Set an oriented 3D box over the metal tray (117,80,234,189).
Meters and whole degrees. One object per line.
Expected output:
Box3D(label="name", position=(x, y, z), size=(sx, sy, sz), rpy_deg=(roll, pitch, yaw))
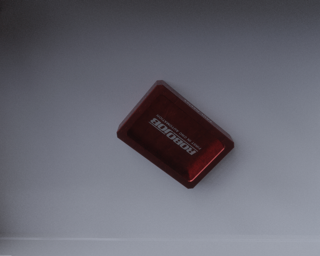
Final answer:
Box3D(label="metal tray", position=(0.021, 0.011, 0.412), size=(0.130, 0.030, 0.090), rpy_deg=(38, 106, -13))
